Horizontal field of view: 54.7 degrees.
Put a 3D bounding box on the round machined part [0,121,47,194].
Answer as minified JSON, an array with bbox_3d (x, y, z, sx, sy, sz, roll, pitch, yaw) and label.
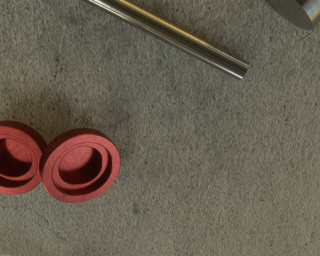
[{"bbox_3d":[-0.194,0.036,0.412,0.099,0.042,0.097,0,110,0],"label":"round machined part"}]

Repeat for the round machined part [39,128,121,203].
[{"bbox_3d":[-0.105,0.044,0.402,0.099,0.042,0.097,-14,119,-26],"label":"round machined part"}]

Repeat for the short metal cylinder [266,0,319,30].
[{"bbox_3d":[0.149,-0.150,0.326,0.080,0.080,0.050,39,106,-13],"label":"short metal cylinder"}]

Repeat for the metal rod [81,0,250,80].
[{"bbox_3d":[-0.032,-0.133,0.360,0.301,0.025,0.025,25,108,-9],"label":"metal rod"}]
